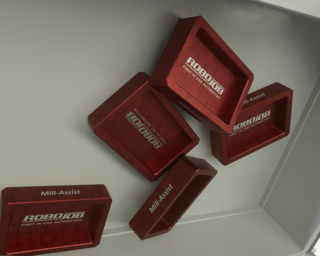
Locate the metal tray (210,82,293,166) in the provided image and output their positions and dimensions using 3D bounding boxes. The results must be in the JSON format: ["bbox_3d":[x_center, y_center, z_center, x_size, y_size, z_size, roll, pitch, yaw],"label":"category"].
[{"bbox_3d":[0.141,-0.006,0.478,0.131,0.030,0.089,-23,127,-15],"label":"metal tray"}]

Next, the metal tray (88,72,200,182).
[{"bbox_3d":[-0.016,0.004,0.398,0.090,0.030,0.130,-41,130,0],"label":"metal tray"}]

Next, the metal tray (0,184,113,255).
[{"bbox_3d":[-0.137,0.120,0.404,0.131,0.030,0.089,4,116,-31],"label":"metal tray"}]

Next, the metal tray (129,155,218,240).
[{"bbox_3d":[0.022,0.102,0.458,0.130,0.030,0.090,-53,152,10],"label":"metal tray"}]

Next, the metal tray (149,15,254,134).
[{"bbox_3d":[0.057,-0.060,0.378,0.130,0.030,0.090,33,78,-38],"label":"metal tray"}]
